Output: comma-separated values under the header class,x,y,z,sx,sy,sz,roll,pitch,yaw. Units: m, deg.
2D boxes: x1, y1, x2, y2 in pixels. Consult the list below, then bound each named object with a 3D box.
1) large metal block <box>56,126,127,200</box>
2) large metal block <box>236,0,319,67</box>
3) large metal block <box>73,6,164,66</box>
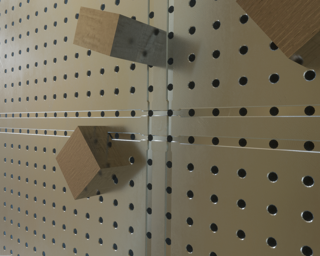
class,x,y,z,sx,sy,sz,roll,pitch,yaw
large metal block,-0.110,0.053,0.485,0.080,0.050,0.080,-49,61,29
large metal block,0.133,-0.116,0.284,0.080,0.050,0.080,-46,63,30
large metal block,-0.057,-0.124,0.421,0.080,0.081,0.050,26,106,37
